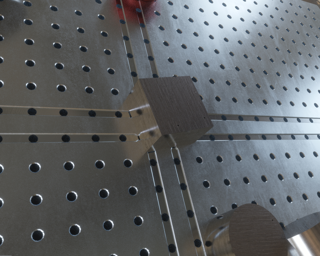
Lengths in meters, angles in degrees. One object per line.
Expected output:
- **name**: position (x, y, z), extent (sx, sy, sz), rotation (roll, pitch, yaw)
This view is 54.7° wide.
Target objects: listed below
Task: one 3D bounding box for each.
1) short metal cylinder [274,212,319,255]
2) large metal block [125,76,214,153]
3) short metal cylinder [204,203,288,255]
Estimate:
- **short metal cylinder**: position (0.186, 0.145, 0.384), extent (0.081, 0.080, 0.050), rotation (-18, 72, -35)
- **large metal block**: position (0.011, -0.020, 0.410), extent (0.081, 0.050, 0.080), rotation (-9, 66, -32)
- **short metal cylinder**: position (0.100, 0.135, 0.363), extent (0.081, 0.050, 0.080), rotation (14, 56, -21)
